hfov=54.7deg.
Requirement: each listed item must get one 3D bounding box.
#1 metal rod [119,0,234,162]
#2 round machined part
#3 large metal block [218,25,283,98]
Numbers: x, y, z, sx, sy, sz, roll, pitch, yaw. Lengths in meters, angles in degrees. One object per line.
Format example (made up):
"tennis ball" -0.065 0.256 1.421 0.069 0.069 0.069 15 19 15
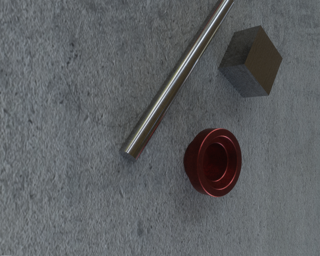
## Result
"metal rod" 0.033 -0.083 0.431 0.025 0.025 0.300 46 62 -30
"round machined part" 0.074 0.049 0.455 0.099 0.042 0.097 0 90 -40
"large metal block" 0.152 -0.108 0.515 0.080 0.050 0.080 40 66 -33
